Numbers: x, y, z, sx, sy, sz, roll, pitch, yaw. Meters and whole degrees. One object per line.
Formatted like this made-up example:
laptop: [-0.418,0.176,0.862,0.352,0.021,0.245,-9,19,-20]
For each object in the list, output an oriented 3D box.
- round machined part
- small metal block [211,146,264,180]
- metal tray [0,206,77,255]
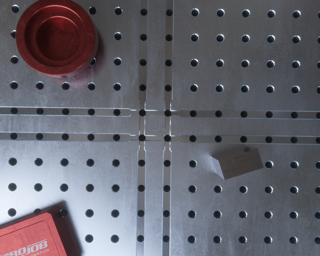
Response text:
round machined part: [-0.129,-0.114,0.403,0.099,0.042,0.097,0,90,-1]
small metal block: [0.099,0.044,0.402,0.050,0.050,0.025,-17,90,0]
metal tray: [-0.185,0.169,0.408,0.131,0.030,0.090,-20,90,-1]
